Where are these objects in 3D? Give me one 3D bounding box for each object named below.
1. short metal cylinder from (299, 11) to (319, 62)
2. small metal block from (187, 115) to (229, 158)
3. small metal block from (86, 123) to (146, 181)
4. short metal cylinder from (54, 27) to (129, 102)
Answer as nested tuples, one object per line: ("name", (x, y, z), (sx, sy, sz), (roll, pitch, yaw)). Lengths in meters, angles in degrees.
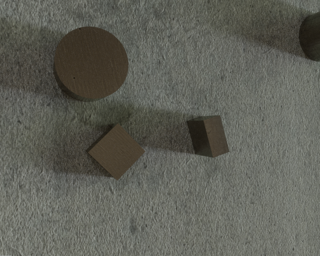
("short metal cylinder", (0.275, -0.152, 0.499), (0.081, 0.050, 0.079), (0, 90, -21))
("small metal block", (0.064, 0.011, 0.421), (0.025, 0.050, 0.050), (-17, 96, -19))
("small metal block", (-0.056, 0.029, 0.389), (0.050, 0.025, 0.050), (-46, 105, -14))
("short metal cylinder", (-0.083, -0.072, 0.366), (0.081, 0.050, 0.079), (0, 90, -21))
